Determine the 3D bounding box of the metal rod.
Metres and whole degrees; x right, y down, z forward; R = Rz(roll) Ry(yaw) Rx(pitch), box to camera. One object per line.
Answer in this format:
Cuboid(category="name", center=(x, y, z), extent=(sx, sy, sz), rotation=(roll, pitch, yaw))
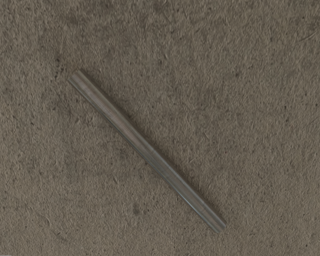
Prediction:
Cuboid(category="metal rod", center=(-0.008, 0.040, 0.424), extent=(0.025, 0.025, 0.300), rotation=(-39, 106, 13))
